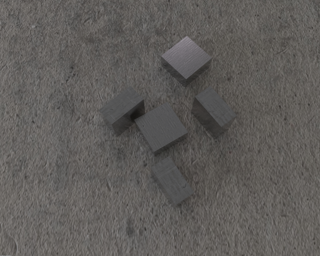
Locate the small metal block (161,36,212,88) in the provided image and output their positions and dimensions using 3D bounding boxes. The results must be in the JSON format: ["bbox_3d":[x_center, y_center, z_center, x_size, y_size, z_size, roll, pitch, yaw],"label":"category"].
[{"bbox_3d":[0.037,-0.095,0.443,0.050,0.025,0.050,-41,75,-14],"label":"small metal block"}]

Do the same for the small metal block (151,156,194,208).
[{"bbox_3d":[0.014,0.067,0.370,0.025,0.050,0.050,-32,73,-11],"label":"small metal block"}]

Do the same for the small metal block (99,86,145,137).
[{"bbox_3d":[-0.047,-0.020,0.402,0.050,0.050,0.025,-40,75,-13],"label":"small metal block"}]

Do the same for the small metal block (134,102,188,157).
[{"bbox_3d":[0.001,0.002,0.407,0.050,0.025,0.050,-29,73,-10],"label":"small metal block"}]

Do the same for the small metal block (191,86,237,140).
[{"bbox_3d":[0.068,-0.019,0.402,0.025,0.050,0.050,-35,74,-12],"label":"small metal block"}]
